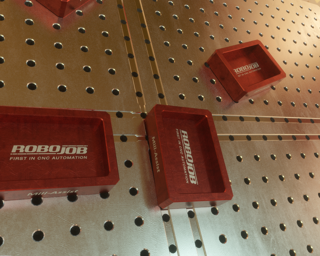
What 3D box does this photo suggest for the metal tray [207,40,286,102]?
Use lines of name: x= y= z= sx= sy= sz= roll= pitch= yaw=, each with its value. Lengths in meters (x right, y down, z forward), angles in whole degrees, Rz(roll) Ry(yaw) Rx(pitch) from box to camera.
metal tray: x=0.156 y=-0.105 z=0.552 sx=0.131 sy=0.030 sz=0.090 roll=-22 pitch=74 yaw=-36

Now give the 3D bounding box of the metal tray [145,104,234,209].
metal tray: x=0.036 y=0.035 z=0.401 sx=0.091 sy=0.030 sz=0.130 roll=4 pitch=60 yaw=-26

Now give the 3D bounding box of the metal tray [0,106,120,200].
metal tray: x=-0.115 y=0.025 z=0.327 sx=0.131 sy=0.030 sz=0.090 roll=2 pitch=61 yaw=-27

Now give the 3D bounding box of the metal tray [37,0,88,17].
metal tray: x=-0.143 y=-0.231 z=0.468 sx=0.090 sy=0.030 sz=0.130 roll=36 pitch=51 yaw=-4
